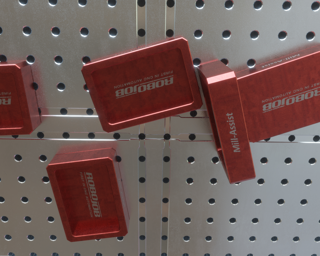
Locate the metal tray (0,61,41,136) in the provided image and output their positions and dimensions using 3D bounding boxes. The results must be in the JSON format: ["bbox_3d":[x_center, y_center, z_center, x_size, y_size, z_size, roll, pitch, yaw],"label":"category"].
[{"bbox_3d":[-0.229,-0.036,0.394,0.131,0.030,0.089,-2,110,0],"label":"metal tray"}]

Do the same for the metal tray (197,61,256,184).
[{"bbox_3d":[0.079,-0.010,0.376,0.030,0.090,0.129,-15,110,5],"label":"metal tray"}]

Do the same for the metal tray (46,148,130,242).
[{"bbox_3d":[-0.100,0.098,0.445,0.091,0.030,0.129,-7,110,2],"label":"metal tray"}]

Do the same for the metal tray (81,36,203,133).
[{"bbox_3d":[-0.020,-0.054,0.390,0.131,0.030,0.089,-15,110,5],"label":"metal tray"}]

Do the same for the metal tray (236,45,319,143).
[{"bbox_3d":[0.164,-0.044,0.397,0.131,0.030,0.090,-18,109,6],"label":"metal tray"}]
